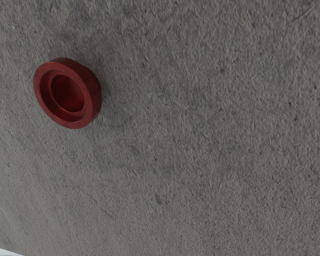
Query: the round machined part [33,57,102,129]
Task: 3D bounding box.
[{"bbox_3d":[-0.122,-0.051,0.429,0.098,0.042,0.097,13,124,21],"label":"round machined part"}]
